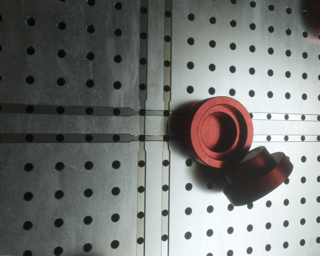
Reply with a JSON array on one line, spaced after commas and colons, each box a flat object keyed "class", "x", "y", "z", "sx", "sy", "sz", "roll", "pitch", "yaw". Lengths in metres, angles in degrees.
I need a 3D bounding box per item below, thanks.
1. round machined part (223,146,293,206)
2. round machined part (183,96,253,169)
[{"class": "round machined part", "x": 0.127, "y": 0.060, "z": 0.424, "sx": 0.098, "sy": 0.098, "sz": 0.042, "roll": -35, "pitch": 87, "yaw": -17}, {"class": "round machined part", "x": 0.077, "y": 0.006, "z": 0.434, "sx": 0.099, "sy": 0.042, "sz": 0.097, "roll": 0, "pitch": 90, "yaw": -20}]
